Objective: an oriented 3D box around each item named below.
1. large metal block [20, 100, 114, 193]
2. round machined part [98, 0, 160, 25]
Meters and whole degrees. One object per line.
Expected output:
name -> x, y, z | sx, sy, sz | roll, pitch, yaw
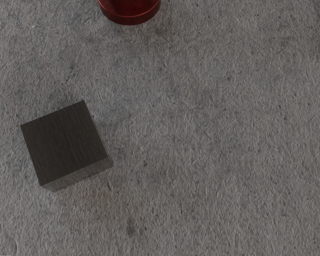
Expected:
large metal block -> -0.113, 0.023, 0.385 | 0.080, 0.050, 0.080 | -24, 72, -9
round machined part -> -0.048, -0.211, 0.476 | 0.099, 0.042, 0.098 | 0, 70, 0
